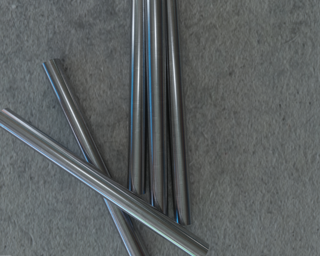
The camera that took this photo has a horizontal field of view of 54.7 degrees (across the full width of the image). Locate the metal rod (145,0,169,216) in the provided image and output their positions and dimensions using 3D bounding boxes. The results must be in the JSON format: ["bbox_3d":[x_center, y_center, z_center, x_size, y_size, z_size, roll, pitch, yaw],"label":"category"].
[{"bbox_3d":[-0.004,-0.025,0.400,0.025,0.025,0.298,-1,94,-1],"label":"metal rod"}]

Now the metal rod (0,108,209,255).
[{"bbox_3d":[-0.070,0.070,0.383,0.301,0.025,0.025,34,90,-1],"label":"metal rod"}]

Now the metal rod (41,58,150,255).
[{"bbox_3d":[-0.082,0.050,0.408,0.025,0.025,0.299,-24,90,0],"label":"metal rod"}]

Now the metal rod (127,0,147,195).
[{"bbox_3d":[-0.028,-0.063,0.409,0.025,0.025,0.298,1,90,-1],"label":"metal rod"}]

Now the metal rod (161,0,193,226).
[{"bbox_3d":[0.022,-0.023,0.410,0.025,0.025,0.298,-4,90,-1],"label":"metal rod"}]
